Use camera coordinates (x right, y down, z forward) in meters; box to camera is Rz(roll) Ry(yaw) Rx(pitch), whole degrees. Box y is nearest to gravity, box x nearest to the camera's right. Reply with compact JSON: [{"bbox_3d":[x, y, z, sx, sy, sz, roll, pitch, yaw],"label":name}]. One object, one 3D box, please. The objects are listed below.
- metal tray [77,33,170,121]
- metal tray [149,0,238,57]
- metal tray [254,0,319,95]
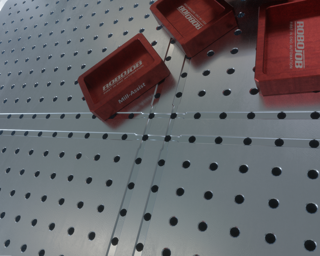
[{"bbox_3d":[-0.060,-0.082,0.487,0.130,0.030,0.090,-35,51,5],"label":"metal tray"},{"bbox_3d":[0.049,-0.179,0.489,0.090,0.030,0.130,-35,51,5],"label":"metal tray"},{"bbox_3d":[0.168,-0.105,0.381,0.090,0.030,0.130,-2,60,27],"label":"metal tray"}]
